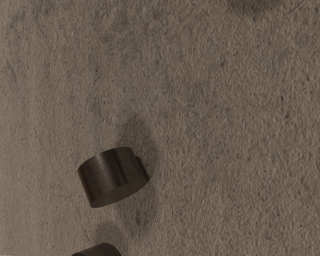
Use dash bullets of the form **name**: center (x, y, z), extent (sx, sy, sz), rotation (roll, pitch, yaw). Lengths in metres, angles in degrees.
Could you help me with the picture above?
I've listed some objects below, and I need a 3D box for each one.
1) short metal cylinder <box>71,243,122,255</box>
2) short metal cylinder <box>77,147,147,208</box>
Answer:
- **short metal cylinder**: center (-0.096, 0.221, 0.465), extent (0.080, 0.050, 0.079), rotation (0, 90, 39)
- **short metal cylinder**: center (-0.064, 0.067, 0.420), extent (0.080, 0.081, 0.050), rotation (-40, 66, 32)
